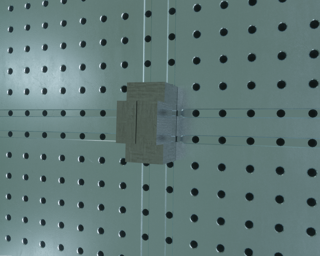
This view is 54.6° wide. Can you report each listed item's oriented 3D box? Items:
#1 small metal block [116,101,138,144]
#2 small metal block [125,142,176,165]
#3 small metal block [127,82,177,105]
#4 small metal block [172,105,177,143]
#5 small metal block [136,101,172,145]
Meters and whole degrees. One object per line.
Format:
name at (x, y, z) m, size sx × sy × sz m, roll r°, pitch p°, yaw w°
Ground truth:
small metal block at (-0.031, -0.007, 0.384) m, size 0.025 × 0.050 × 0.050 m, roll 2°, pitch 91°, yaw 20°
small metal block at (-0.011, 0.031, 0.403) m, size 0.050 × 0.050 × 0.025 m, roll 2°, pitch 91°, yaw 20°
small metal block at (-0.009, -0.044, 0.402) m, size 0.050 × 0.050 × 0.025 m, roll 2°, pitch 91°, yaw 20°
small metal block at (-0.006, -0.007, 0.415) m, size 0.050 × 0.025 × 0.050 m, roll 2°, pitch 91°, yaw 21°
small metal block at (-0.006, -0.006, 0.375) m, size 0.025 × 0.050 × 0.050 m, roll 2°, pitch 91°, yaw 21°
